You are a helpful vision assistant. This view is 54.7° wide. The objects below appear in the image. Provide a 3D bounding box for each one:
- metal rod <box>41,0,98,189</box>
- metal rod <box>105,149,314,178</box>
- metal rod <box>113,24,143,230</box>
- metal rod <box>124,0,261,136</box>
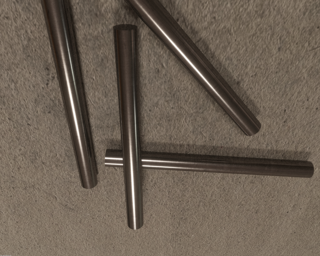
[{"bbox_3d":[-0.105,-0.029,0.380,0.025,0.025,0.298,1,130,-1],"label":"metal rod"},{"bbox_3d":[0.073,0.052,0.452,0.302,0.025,0.025,4,130,-4],"label":"metal rod"},{"bbox_3d":[-0.037,0.022,0.399,0.025,0.025,0.298,0,123,-1],"label":"metal rod"},{"bbox_3d":[0.025,-0.086,0.334,0.025,0.025,0.300,-33,123,24],"label":"metal rod"}]
